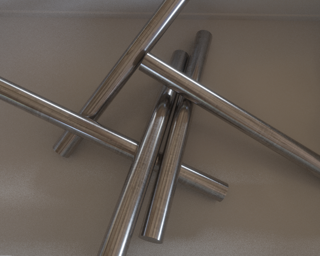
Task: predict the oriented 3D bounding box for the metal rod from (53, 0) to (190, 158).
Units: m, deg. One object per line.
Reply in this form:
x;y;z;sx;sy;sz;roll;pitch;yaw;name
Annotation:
-0.035;-0.086;0.386;0.025;0.025;0.299;40;95;13;metal rod

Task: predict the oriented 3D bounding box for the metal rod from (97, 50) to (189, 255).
-0.009;0.012;0.360;0.025;0.025;0.300;15;54;5;metal rod

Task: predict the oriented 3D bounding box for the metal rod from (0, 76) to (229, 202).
-0.058;0.015;0.372;0.301;0.025;0.025;26;72;-4;metal rod

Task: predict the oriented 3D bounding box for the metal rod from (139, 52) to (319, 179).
0.110;-0.004;0.378;0.301;0.025;0.025;31;73;-3;metal rod

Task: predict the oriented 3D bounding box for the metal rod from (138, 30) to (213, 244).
0.028;-0.012;0.384;0.025;0.025;0.300;14;59;5;metal rod
